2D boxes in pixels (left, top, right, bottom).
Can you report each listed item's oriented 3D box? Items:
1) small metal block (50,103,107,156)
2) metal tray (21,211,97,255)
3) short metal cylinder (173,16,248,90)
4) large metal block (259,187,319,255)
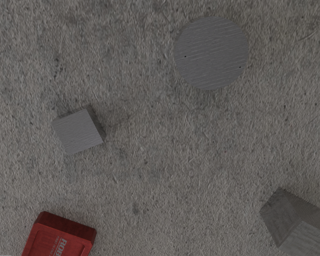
[{"bbox_3d":[-0.106,0.002,0.409,0.050,0.025,0.050,-21,109,7],"label":"small metal block"},{"bbox_3d":[-0.164,0.200,0.479,0.090,0.030,0.129,23,108,-9],"label":"metal tray"},{"bbox_3d":[0.057,-0.089,0.364,0.081,0.050,0.079,0,110,0],"label":"short metal cylinder"},{"bbox_3d":[0.198,0.139,0.433,0.080,0.080,0.050,28,108,-10],"label":"large metal block"}]
